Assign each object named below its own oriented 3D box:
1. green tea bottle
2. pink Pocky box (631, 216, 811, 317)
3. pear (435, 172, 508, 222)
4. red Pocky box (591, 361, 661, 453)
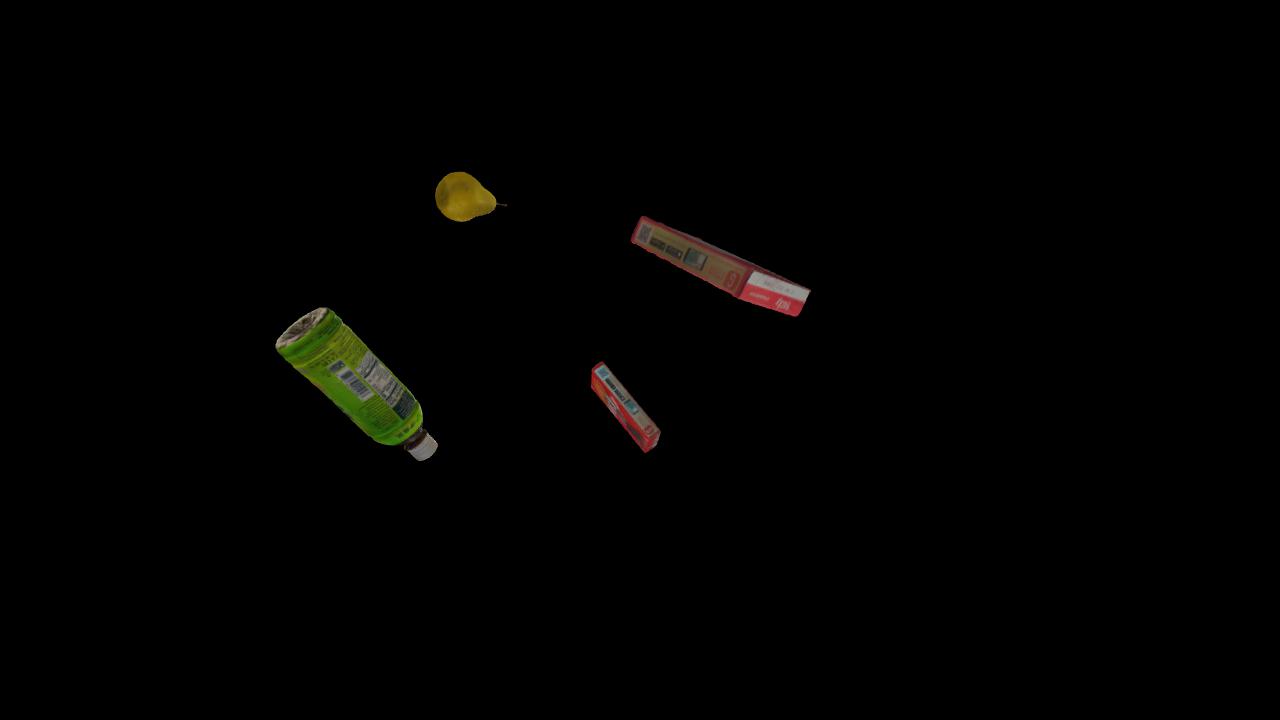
[{"bbox_3d":[-0.310,0.039,0.703,0.073,0.212,0.073,-23,32,15],"label":"green tea bottle"},{"bbox_3d":[0.068,-0.085,0.550,0.084,0.029,0.155,11,19,-42],"label":"pink Pocky box"},{"bbox_3d":[-0.275,-0.262,1.006,0.080,0.080,0.111,0,-4,41],"label":"pear"},{"bbox_3d":[-0.027,0.080,1.019,0.028,0.155,0.083,-36,-17,-17],"label":"red Pocky box"}]
